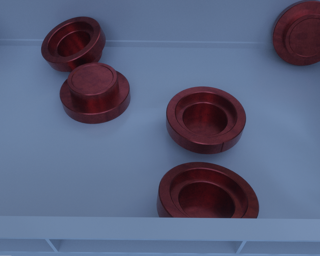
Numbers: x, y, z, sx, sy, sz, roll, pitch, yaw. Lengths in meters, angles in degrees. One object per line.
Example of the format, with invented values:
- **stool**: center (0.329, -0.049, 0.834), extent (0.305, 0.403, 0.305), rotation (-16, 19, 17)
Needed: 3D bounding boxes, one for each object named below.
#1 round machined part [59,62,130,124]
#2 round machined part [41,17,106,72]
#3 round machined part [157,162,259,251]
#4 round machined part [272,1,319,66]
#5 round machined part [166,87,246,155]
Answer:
- **round machined part**: center (-0.093, -0.056, 0.440), extent (0.099, 0.042, 0.098), rotation (1, 50, 0)
- **round machined part**: center (-0.130, -0.125, 0.486), extent (0.098, 0.042, 0.098), rotation (-8, 57, 13)
- **round machined part**: center (0.046, 0.082, 0.314), extent (0.099, 0.042, 0.098), rotation (5, 33, -3)
- **round machined part**: center (0.225, -0.143, 0.476), extent (0.098, 0.097, 0.042), rotation (10, 29, 7)
- **round machined part**: center (0.057, -0.005, 0.399), extent (0.099, 0.042, 0.098), rotation (0, 50, 0)
